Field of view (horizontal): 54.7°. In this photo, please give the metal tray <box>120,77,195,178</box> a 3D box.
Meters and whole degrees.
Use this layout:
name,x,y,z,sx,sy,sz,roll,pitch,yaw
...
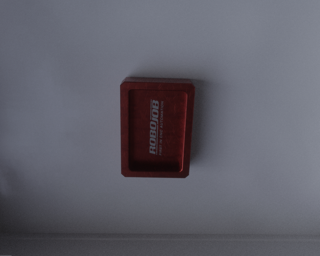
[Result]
name,x,y,z,sx,sy,sz,roll,pitch,yaw
metal tray,-0.005,0.001,0.406,0.091,0.030,0.129,1,110,-2
